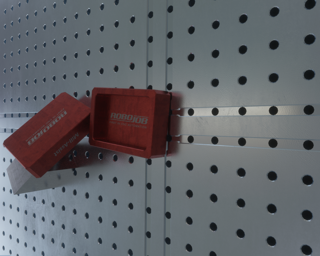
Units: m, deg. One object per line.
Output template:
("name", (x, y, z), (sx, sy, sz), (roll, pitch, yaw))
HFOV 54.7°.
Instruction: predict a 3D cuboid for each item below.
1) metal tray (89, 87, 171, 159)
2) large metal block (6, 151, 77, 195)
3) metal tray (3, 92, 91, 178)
("metal tray", (-0.048, -0.011, 0.445), (0.130, 0.030, 0.089), (8, 95, 39))
("large metal block", (-0.208, 0.071, 0.545), (0.080, 0.081, 0.050), (-40, 66, 33))
("metal tray", (-0.174, 0.007, 0.498), (0.090, 0.030, 0.130), (30, 66, 36))
